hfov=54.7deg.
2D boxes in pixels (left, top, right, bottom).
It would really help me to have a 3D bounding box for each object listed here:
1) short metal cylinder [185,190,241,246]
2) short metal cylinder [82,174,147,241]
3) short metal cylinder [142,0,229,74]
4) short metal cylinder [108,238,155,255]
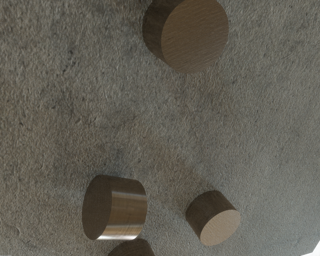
[{"bbox_3d":[0.092,0.156,0.537,0.081,0.050,0.079,-14,124,-21],"label":"short metal cylinder"},{"bbox_3d":[-0.060,0.104,0.402,0.050,0.080,0.080,16,110,-35],"label":"short metal cylinder"},{"bbox_3d":[0.027,-0.106,0.340,0.081,0.050,0.079,-14,124,-21],"label":"short metal cylinder"},{"bbox_3d":[-0.043,0.230,0.509,0.081,0.050,0.079,-14,124,-21],"label":"short metal cylinder"}]
